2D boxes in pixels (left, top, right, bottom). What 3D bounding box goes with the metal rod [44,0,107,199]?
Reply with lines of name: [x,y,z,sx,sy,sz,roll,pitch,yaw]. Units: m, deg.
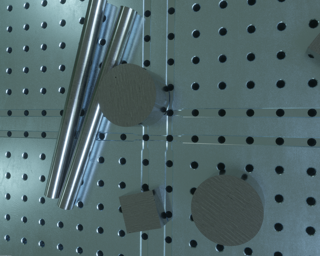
metal rod: [-0.125,-0.042,0.456,0.025,0.025,0.298,16,95,19]

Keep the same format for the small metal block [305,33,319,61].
small metal block: [0.201,-0.093,0.342,0.050,0.025,0.050,40,102,15]

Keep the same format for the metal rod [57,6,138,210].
metal rod: [-0.092,-0.024,0.444,0.025,0.025,0.298,22,97,18]

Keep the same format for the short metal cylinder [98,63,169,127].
short metal cylinder: [-0.034,-0.041,0.411,0.080,0.050,0.079,0,90,20]

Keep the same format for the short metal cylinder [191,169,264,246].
short metal cylinder: [0.083,0.092,0.370,0.080,0.050,0.079,0,90,20]

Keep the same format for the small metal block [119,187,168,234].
small metal block: [-0.023,0.111,0.421,0.050,0.025,0.050,-15,85,19]
